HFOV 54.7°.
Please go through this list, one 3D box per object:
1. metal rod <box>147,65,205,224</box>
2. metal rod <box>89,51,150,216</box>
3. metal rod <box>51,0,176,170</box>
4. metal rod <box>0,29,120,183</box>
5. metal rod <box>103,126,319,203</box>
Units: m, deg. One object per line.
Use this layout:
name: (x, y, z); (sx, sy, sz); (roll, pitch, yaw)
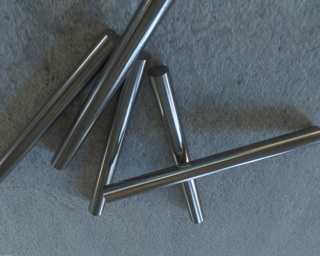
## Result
metal rod: (0.031, 0.045, 0.446); (0.025, 0.025, 0.299); (-10, 130, 8)
metal rod: (-0.066, 0.028, 0.430); (0.025, 0.025, 0.298); (12, 129, -11)
metal rod: (-0.068, -0.037, 0.355); (0.025, 0.025, 0.298); (25, 132, -20)
metal rod: (-0.148, -0.010, 0.396); (0.025, 0.025, 0.299); (35, 122, -26)
metal rod: (0.070, 0.050, 0.423); (0.302, 0.025, 0.025); (-16, 129, 2)
